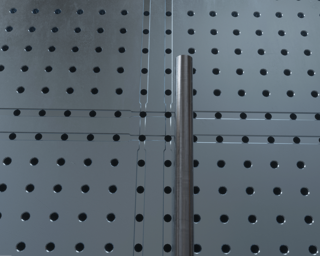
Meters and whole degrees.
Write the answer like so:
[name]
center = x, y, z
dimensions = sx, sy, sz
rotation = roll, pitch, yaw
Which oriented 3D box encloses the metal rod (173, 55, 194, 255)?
[metal rod]
center = 0.030, 0.041, 0.396
dimensions = 0.025, 0.025, 0.299
rotation = 2, 70, 0
